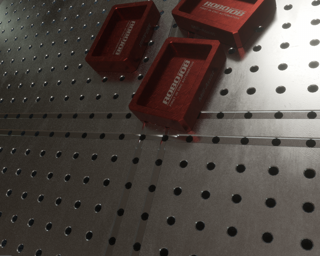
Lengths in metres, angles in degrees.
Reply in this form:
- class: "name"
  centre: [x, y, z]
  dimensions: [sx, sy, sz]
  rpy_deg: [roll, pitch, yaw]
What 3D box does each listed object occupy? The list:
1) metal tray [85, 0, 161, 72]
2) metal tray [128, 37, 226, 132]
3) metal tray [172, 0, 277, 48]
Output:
- class: "metal tray"
  centre: [-0.063, -0.158, 0.532]
  dimensions: [0.090, 0.030, 0.130]
  rpy_deg: [7, 65, 31]
- class: "metal tray"
  centre: [0.025, -0.065, 0.430]
  dimensions: [0.090, 0.030, 0.130]
  rpy_deg: [15, 69, 34]
- class: "metal tray"
  centre: [0.092, -0.179, 0.465]
  dimensions: [0.130, 0.030, 0.090]
  rpy_deg: [34, 81, 38]
